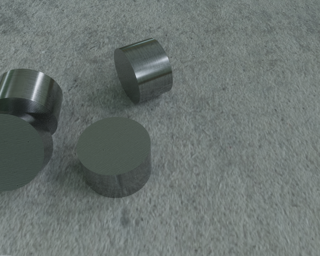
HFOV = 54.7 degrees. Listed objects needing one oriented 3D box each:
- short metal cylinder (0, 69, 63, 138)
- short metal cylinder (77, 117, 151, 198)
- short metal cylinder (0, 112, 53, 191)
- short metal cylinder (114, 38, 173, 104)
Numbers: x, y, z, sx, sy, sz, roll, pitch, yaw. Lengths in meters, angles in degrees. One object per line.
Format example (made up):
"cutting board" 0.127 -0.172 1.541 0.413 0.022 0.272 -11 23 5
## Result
"short metal cylinder" -0.167 -0.027 0.388 0.081 0.080 0.050 -3 50 -3
"short metal cylinder" -0.051 0.033 0.358 0.081 0.050 0.080 0 50 0
"short metal cylinder" -0.163 0.023 0.338 0.081 0.079 0.050 -9 6 -8
"short metal cylinder" -0.024 -0.080 0.434 0.050 0.080 0.080 -24 54 -19
